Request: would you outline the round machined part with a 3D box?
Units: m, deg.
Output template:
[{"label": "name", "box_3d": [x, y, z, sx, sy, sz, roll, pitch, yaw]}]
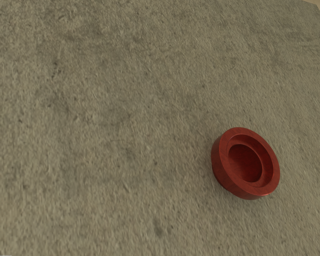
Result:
[{"label": "round machined part", "box_3d": [0.111, 0.051, 0.424, 0.099, 0.042, 0.098, 14, 56, -21]}]
